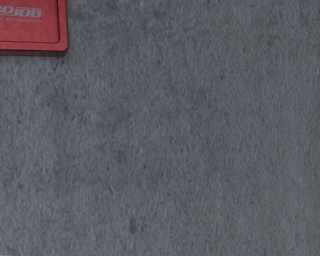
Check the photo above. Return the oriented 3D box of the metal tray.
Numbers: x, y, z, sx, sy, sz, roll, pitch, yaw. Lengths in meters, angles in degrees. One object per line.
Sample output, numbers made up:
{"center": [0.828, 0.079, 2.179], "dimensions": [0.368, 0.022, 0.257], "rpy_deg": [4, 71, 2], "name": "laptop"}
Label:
{"center": [-0.172, -0.128, 0.342], "dimensions": [0.131, 0.030, 0.089], "rpy_deg": [-4, 91, -20], "name": "metal tray"}
